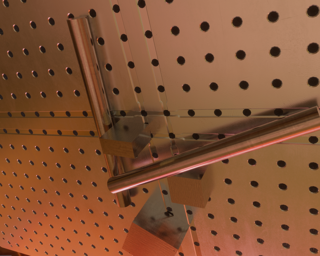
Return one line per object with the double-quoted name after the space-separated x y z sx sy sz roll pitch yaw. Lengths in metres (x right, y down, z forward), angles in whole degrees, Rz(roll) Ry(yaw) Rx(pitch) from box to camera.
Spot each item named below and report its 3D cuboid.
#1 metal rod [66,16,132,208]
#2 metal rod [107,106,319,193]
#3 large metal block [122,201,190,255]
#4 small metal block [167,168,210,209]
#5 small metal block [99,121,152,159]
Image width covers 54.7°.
-0.081 -0.005 0.450 0.025 0.025 0.298 5 121 25 "metal rod"
0.047 0.038 0.394 0.300 0.025 0.025 -23 106 31 "metal rod"
-0.008 0.180 0.511 0.080 0.050 0.079 28 128 10 "large metal block"
0.041 0.083 0.441 0.050 0.025 0.050 4 120 26 "small metal block"
-0.047 0.015 0.429 0.050 0.050 0.025 6 121 25 "small metal block"
